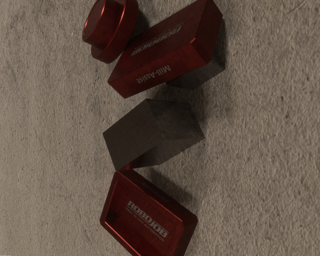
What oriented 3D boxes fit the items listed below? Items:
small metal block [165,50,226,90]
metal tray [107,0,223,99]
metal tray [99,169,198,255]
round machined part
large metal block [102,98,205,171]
[{"bbox_3d":[0.038,-0.069,0.356,0.050,0.050,0.025,-30,71,35],"label":"small metal block"},{"bbox_3d":[0.004,-0.092,0.363,0.130,0.030,0.090,-17,41,38],"label":"metal tray"},{"bbox_3d":[-0.021,0.125,0.416,0.130,0.030,0.089,30,108,35],"label":"metal tray"},{"bbox_3d":[-0.074,-0.143,0.429,0.098,0.042,0.098,-33,47,44],"label":"round machined part"},{"bbox_3d":[-0.007,0.009,0.373,0.080,0.081,0.050,-35,69,34],"label":"large metal block"}]
